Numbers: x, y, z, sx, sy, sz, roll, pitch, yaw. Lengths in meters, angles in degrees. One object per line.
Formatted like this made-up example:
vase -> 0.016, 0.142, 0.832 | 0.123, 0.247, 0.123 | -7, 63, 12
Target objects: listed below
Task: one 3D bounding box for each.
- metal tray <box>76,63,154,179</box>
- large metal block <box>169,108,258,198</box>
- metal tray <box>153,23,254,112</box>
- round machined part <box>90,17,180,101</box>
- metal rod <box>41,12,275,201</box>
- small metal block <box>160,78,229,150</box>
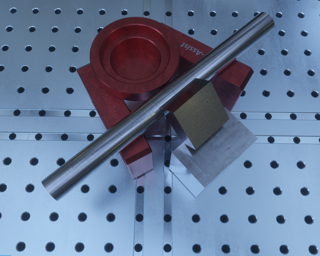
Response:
metal tray -> -0.053, -0.008, 0.379 | 0.030, 0.090, 0.130 | -28, 73, -10
large metal block -> 0.059, 0.032, 0.368 | 0.080, 0.080, 0.050 | -40, 75, -13
metal tray -> 0.046, -0.073, 0.403 | 0.130, 0.090, 0.030 | 30, 74, 10
round machined part -> -0.027, -0.075, 0.357 | 0.099, 0.042, 0.098 | 0, 70, -1
metal rod -> 0.010, -0.032, 0.328 | 0.301, 0.025, 0.025 | -39, 75, -13
small metal block -> 0.037, -0.015, 0.317 | 0.050, 0.050, 0.025 | -41, 31, -14
